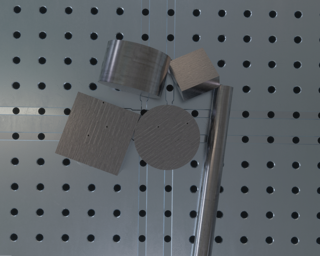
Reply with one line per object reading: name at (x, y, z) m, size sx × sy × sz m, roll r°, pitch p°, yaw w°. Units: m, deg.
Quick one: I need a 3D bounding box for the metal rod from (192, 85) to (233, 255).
metal rod at (0.066, 0.093, 0.414) m, size 0.025 × 0.025 × 0.298 m, roll 7°, pitch 90°, yaw 0°

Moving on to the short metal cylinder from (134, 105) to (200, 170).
short metal cylinder at (0.009, 0.011, 0.401) m, size 0.081 × 0.050 × 0.079 m, roll 0°, pitch 90°, yaw 0°

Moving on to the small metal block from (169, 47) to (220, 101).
small metal block at (0.044, -0.070, 0.404) m, size 0.050 × 0.025 × 0.050 m, roll -23°, pitch 63°, yaw 0°

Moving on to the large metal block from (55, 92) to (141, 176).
large metal block at (-0.075, 0.007, 0.400) m, size 0.080 × 0.050 × 0.080 m, roll 21°, pitch 90°, yaw 0°

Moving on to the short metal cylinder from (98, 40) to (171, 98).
short metal cylinder at (-0.031, -0.071, 0.386) m, size 0.080 × 0.080 × 0.050 m, roll 14°, pitch 90°, yaw 0°
